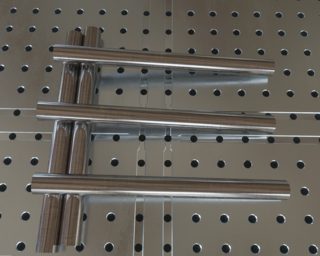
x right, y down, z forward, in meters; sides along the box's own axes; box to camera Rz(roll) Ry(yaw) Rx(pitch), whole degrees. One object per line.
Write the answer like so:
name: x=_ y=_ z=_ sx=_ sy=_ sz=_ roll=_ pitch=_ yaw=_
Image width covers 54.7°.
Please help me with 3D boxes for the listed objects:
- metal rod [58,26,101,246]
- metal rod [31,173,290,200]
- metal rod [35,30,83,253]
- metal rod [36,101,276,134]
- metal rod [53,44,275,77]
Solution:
metal rod: x=-0.103 y=-0.004 z=0.411 sx=0.025 sy=0.025 sz=0.299 roll=1 pitch=70 yaw=0
metal rod: x=0.006 y=0.071 z=0.371 sx=0.302 sy=0.025 sz=0.025 roll=3 pitch=70 yaw=-6
metal rod: x=-0.128 y=0.003 z=0.408 sx=0.025 sy=0.025 sz=0.299 roll=1 pitch=70 yaw=0
metal rod: x=0.000 y=-0.013 z=0.400 sx=0.302 sy=0.025 sz=0.025 roll=3 pitch=70 yaw=-6
metal rod: x=0.010 y=-0.093 z=0.430 sx=0.302 sy=0.025 sz=0.025 roll=3 pitch=70 yaw=-6
